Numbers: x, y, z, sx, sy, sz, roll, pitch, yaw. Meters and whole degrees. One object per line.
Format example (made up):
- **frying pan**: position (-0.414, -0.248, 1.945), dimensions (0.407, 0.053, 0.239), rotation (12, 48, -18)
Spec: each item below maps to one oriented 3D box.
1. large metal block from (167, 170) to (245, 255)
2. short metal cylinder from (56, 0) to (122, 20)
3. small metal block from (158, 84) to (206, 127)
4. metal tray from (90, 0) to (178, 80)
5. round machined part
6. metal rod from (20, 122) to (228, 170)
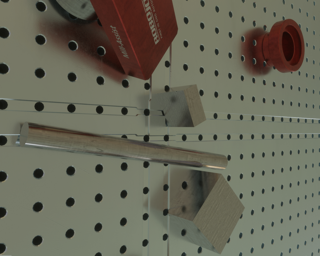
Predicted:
- **large metal block**: position (0.069, 0.120, 0.451), dimensions (0.080, 0.050, 0.080), rotation (-52, 120, -27)
- **short metal cylinder**: position (-0.071, -0.162, 0.327), dimensions (0.081, 0.050, 0.080), rotation (7, 79, -38)
- **small metal block**: position (0.029, -0.029, 0.417), dimensions (0.025, 0.050, 0.050), rotation (-29, 108, -36)
- **metal tray**: position (-0.022, -0.127, 0.345), dimensions (0.090, 0.030, 0.130), rotation (-61, 155, -20)
- **round machined part**: position (0.234, -0.154, 0.594), dimensions (0.099, 0.042, 0.097), rotation (0, 90, -40)
- **metal rod**: position (-0.017, 0.030, 0.394), dimensions (0.302, 0.025, 0.025), rotation (12, 83, -39)
